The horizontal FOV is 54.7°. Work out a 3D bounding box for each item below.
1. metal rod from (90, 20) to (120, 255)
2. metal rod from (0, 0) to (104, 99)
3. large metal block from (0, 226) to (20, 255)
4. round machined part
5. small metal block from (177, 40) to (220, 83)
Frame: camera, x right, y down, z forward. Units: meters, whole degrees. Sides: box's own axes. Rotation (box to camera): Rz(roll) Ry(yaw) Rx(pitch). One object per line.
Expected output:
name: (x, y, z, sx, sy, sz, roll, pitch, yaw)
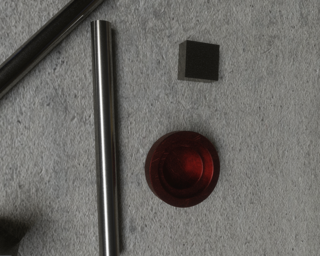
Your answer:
metal rod: (-0.068, 0.020, 0.384, 0.025, 0.025, 0.298, -2, 91, -20)
metal rod: (-0.124, -0.113, 0.363, 0.025, 0.025, 0.300, 44, 76, -15)
large metal block: (-0.193, 0.144, 0.309, 0.050, 0.080, 0.080, 46, 76, -15)
round machined part: (0.026, 0.052, 0.411, 0.099, 0.042, 0.097, 0, 90, -21)
small metal block: (0.053, -0.091, 0.430, 0.050, 0.025, 0.050, 3, 89, -21)
